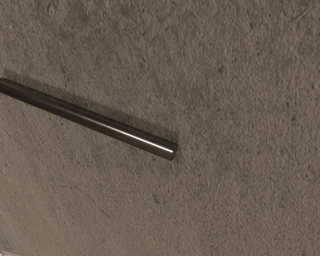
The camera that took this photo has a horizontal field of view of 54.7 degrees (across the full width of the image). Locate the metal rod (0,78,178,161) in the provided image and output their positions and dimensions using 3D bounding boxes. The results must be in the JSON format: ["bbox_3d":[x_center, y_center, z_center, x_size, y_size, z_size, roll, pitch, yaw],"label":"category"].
[{"bbox_3d":[-0.117,-0.018,0.455,0.301,0.025,0.025,20,126,15],"label":"metal rod"}]
